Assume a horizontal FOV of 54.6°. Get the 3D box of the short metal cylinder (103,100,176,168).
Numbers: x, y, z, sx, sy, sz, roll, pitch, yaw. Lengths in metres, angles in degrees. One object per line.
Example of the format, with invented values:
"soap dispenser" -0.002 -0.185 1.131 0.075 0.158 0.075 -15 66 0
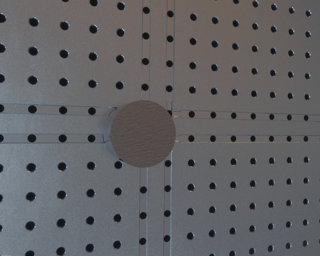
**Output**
"short metal cylinder" -0.027 0.007 0.389 0.081 0.050 0.080 0 90 -20
